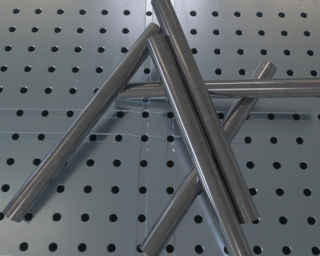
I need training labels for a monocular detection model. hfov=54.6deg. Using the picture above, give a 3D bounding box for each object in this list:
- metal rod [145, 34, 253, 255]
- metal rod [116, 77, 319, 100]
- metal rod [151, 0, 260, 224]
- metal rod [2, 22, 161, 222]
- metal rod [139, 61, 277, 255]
[{"bbox_3d":[0.046,0.025,0.371,0.025,0.025,0.299,-20,81,-7],"label":"metal rod"},{"bbox_3d":[0.085,-0.051,0.408,0.301,0.025,0.025,0,70,9],"label":"metal rod"},{"bbox_3d":[0.052,-0.031,0.385,0.025,0.025,0.299,-20,81,-7],"label":"metal rod"},{"bbox_3d":[-0.091,-0.014,0.396,0.025,0.025,0.300,34,81,11],"label":"metal rod"},{"bbox_3d":[0.070,0.029,0.401,0.025,0.025,0.300,33,73,11],"label":"metal rod"}]
